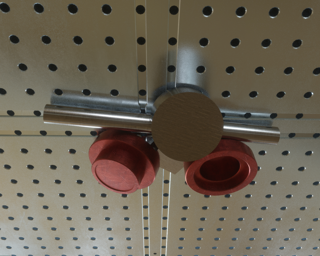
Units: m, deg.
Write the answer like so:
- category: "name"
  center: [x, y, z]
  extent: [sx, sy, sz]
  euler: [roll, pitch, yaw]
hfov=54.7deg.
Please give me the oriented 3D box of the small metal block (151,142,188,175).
- category: "small metal block"
  center: [0.016, 0.033, 0.435]
  extent: [0.050, 0.025, 0.050]
  euler: [29, 124, -23]

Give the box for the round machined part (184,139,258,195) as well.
- category: "round machined part"
  center: [0.083, 0.049, 0.436]
  extent: [0.099, 0.042, 0.097]
  euler: [-2, 133, -2]

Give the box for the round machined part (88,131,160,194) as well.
- category: "round machined part"
  center: [-0.053, 0.052, 0.423]
  extent: [0.098, 0.042, 0.097]
  euler: [12, 133, 13]

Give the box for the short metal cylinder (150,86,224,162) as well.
- category: "short metal cylinder"
  center: [0.029, -0.006, 0.366]
  extent: [0.081, 0.050, 0.079]
  euler: [-1, 105, -3]

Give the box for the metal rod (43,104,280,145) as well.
- category: "metal rod"
  center: [0.006, -0.004, 0.404]
  extent: [0.302, 0.025, 0.025]
  euler: [5, 130, -5]
